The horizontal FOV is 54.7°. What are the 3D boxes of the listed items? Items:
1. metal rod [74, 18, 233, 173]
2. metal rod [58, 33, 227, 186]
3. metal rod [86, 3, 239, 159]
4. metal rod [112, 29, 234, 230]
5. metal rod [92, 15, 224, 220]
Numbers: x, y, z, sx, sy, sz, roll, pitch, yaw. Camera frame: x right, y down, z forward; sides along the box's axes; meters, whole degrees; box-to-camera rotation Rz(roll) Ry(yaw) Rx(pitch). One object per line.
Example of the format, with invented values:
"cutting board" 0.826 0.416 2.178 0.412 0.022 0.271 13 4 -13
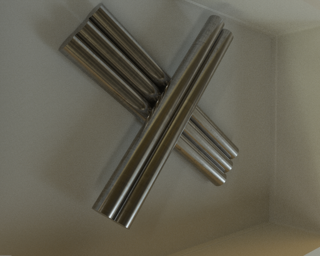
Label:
"metal rod" 0.010 -0.024 0.413 0.300 0.025 0.025 42 65 -32
"metal rod" -0.002 -0.005 0.402 0.300 0.025 0.025 42 65 -32
"metal rod" 0.022 -0.045 0.423 0.300 0.025 0.025 42 65 -32
"metal rod" 0.025 -0.016 0.393 0.025 0.025 0.300 45 63 -31
"metal rod" 0.010 -0.030 0.380 0.025 0.025 0.300 45 63 -31
